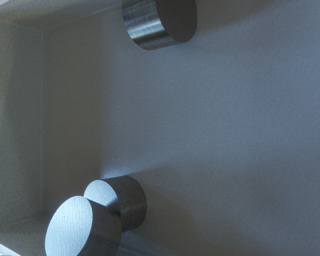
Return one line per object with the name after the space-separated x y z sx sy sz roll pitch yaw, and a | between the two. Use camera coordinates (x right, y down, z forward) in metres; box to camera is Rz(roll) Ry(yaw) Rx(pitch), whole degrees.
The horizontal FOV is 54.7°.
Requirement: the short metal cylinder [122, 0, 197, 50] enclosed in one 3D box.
0.001 -0.138 0.370 0.050 0.081 0.080 -2 89 40 | short metal cylinder

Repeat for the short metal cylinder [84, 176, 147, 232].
-0.065 0.111 0.445 0.080 0.050 0.080 0 90 40 | short metal cylinder

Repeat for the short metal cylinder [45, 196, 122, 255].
-0.094 0.131 0.383 0.080 0.050 0.080 -22 49 28 | short metal cylinder
